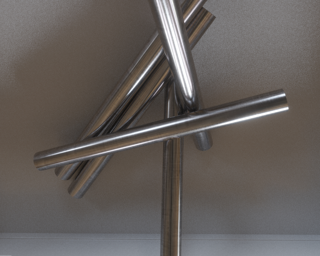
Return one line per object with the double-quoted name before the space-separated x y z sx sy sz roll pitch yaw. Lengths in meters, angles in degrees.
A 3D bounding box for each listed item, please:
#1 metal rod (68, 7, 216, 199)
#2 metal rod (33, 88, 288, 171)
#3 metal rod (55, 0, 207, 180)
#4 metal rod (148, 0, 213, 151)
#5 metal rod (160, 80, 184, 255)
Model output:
"metal rod" -0.035 -0.017 0.387 0.025 0.025 0.299 33 113 -12
"metal rod" -0.011 0.007 0.359 0.301 0.025 0.025 -14 110 14
"metal rod" -0.047 -0.038 0.369 0.025 0.025 0.299 35 116 -12
"metal rod" 0.020 -0.068 0.309 0.025 0.025 0.299 -17 140 6
"metal rod" 0.015 0.069 0.373 0.025 0.025 0.298 2 86 -1
